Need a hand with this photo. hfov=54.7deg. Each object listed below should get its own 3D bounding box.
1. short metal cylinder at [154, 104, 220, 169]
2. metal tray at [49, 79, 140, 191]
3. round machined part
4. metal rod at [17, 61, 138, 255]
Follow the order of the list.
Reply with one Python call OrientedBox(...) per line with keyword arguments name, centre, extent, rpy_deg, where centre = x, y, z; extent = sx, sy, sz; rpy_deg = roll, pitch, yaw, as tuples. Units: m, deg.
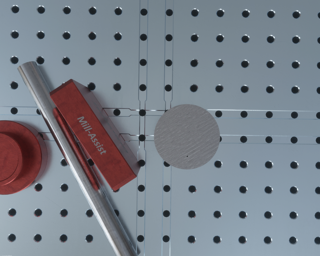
OrientedBox(name="short metal cylinder", centre=(0.033, 0.010, 0.401), extent=(0.081, 0.050, 0.079), rpy_deg=(0, 90, -1))
OrientedBox(name="metal tray", centre=(-0.074, 0.007, 0.379), extent=(0.030, 0.090, 0.130), rpy_deg=(-34, 90, 0))
OrientedBox(name="round machined part", centre=(-0.203, 0.038, 0.402), extent=(0.099, 0.042, 0.097), rpy_deg=(0, 90, -1))
OrientedBox(name="metal rod", centre=(-0.107, 0.050, 0.411), extent=(0.025, 0.025, 0.299), rpy_deg=(-28, 90, 0))
